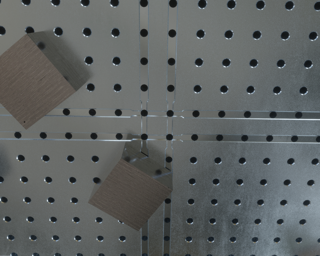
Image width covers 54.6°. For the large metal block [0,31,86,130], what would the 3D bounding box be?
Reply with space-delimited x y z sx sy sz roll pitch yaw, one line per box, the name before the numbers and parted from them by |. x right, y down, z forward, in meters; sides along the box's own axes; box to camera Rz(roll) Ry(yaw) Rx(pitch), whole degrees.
large metal block | -0.153 -0.058 0.377 0.080 0.050 0.080 -35 107 12

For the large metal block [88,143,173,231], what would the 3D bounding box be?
large metal block | -0.039 0.081 0.430 0.080 0.050 0.080 34 107 -12
